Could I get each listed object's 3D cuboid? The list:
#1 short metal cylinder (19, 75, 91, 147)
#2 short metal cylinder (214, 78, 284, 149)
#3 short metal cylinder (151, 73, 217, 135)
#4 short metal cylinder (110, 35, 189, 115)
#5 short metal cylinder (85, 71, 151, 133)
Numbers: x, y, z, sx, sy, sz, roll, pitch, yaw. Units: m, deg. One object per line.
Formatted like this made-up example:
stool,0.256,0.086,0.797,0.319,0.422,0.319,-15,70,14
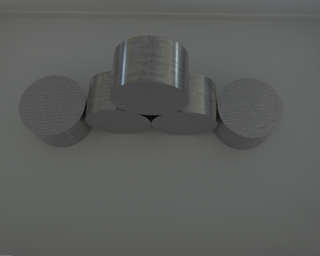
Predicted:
short metal cylinder,-0.131,-0.021,0.401,0.081,0.050,0.080,0,70,0
short metal cylinder,0.111,-0.017,0.402,0.081,0.050,0.080,0,70,0
short metal cylinder,0.030,-0.027,0.388,0.080,0.080,0.050,2,70,0
short metal cylinder,-0.010,-0.051,0.324,0.080,0.080,0.050,2,70,0
short metal cylinder,-0.050,-0.030,0.389,0.080,0.080,0.050,2,70,0
